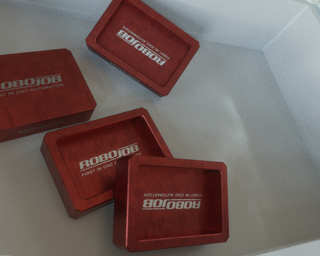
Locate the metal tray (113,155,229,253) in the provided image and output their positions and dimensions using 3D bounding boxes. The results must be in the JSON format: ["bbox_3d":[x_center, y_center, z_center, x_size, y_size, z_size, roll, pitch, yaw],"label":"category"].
[{"bbox_3d":[0.016,0.079,0.335,0.131,0.030,0.090,8,76,-32],"label":"metal tray"}]

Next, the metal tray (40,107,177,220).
[{"bbox_3d":[-0.054,0.034,0.352,0.131,0.030,0.090,-18,71,-35],"label":"metal tray"}]

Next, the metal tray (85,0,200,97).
[{"bbox_3d":[-0.023,-0.114,0.428,0.130,0.030,0.090,33,87,-7],"label":"metal tray"}]

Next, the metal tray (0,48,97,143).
[{"bbox_3d":[-0.149,-0.039,0.346,0.131,0.030,0.090,-17,71,-35],"label":"metal tray"}]
